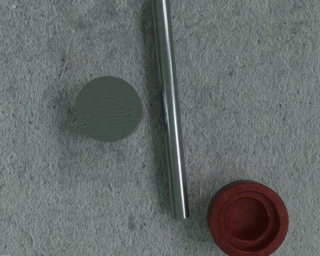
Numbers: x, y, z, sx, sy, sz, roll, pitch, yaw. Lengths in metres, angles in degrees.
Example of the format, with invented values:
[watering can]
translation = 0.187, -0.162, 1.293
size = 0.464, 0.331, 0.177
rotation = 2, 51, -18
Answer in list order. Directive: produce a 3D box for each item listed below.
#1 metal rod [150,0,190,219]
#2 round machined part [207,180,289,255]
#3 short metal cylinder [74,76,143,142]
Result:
[metal rod]
translation = 0.013, -0.032, 0.410
size = 0.025, 0.025, 0.298
rotation = -5, 90, -1
[round machined part]
translation = 0.110, 0.116, 0.403
size = 0.099, 0.042, 0.097
rotation = 0, 90, -1
[short metal cylinder]
translation = -0.063, -0.023, 0.397
size = 0.081, 0.050, 0.079
rotation = 0, 90, -1
